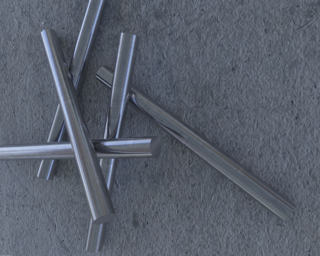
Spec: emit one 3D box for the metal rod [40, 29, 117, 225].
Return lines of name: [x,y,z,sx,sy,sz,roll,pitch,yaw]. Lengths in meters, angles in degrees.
metal rod: [-0.113,-0.023,0.396,0.025,0.025,0.299,-35,59,16]

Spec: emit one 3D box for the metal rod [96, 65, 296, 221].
metal rod: [0.033,0.010,0.397,0.300,0.025,0.025,37,102,16]

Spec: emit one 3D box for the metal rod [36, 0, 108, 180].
metal rod: [-0.127,-0.067,0.453,0.025,0.025,0.298,21,97,19]

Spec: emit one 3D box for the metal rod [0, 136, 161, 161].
metal rod: [-0.136,0.031,0.422,0.300,0.025,0.025,-4,89,29]

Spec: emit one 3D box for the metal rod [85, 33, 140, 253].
metal rod: [-0.066,0.027,0.414,0.025,0.025,0.298,15,102,19]
